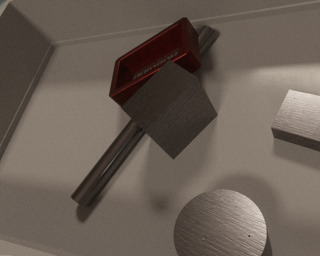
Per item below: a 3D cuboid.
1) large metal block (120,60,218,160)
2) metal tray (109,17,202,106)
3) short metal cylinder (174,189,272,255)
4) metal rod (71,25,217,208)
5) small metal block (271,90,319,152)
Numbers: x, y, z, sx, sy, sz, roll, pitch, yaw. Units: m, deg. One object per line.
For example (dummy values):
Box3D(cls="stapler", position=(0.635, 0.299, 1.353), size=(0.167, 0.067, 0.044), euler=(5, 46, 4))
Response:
Box3D(cls="large metal block", position=(0.014, -0.020, 0.374), size=(0.080, 0.080, 0.050), euler=(-45, 51, -3))
Box3D(cls="metal tray", position=(-0.009, -0.090, 0.435), size=(0.130, 0.030, 0.090), euler=(-25, 41, 25))
Box3D(cls="short metal cylinder", position=(0.059, 0.104, 0.285), size=(0.080, 0.050, 0.080), euler=(-13, 46, 14))
Box3D(cls="metal rod", position=(-0.016, -0.023, 0.426), size=(0.025, 0.025, 0.300), euler=(29, 77, 37))
Box3D(cls="small metal block", position=(0.154, -0.009, 0.330), size=(0.050, 0.025, 0.050), euler=(20, 72, 35))
